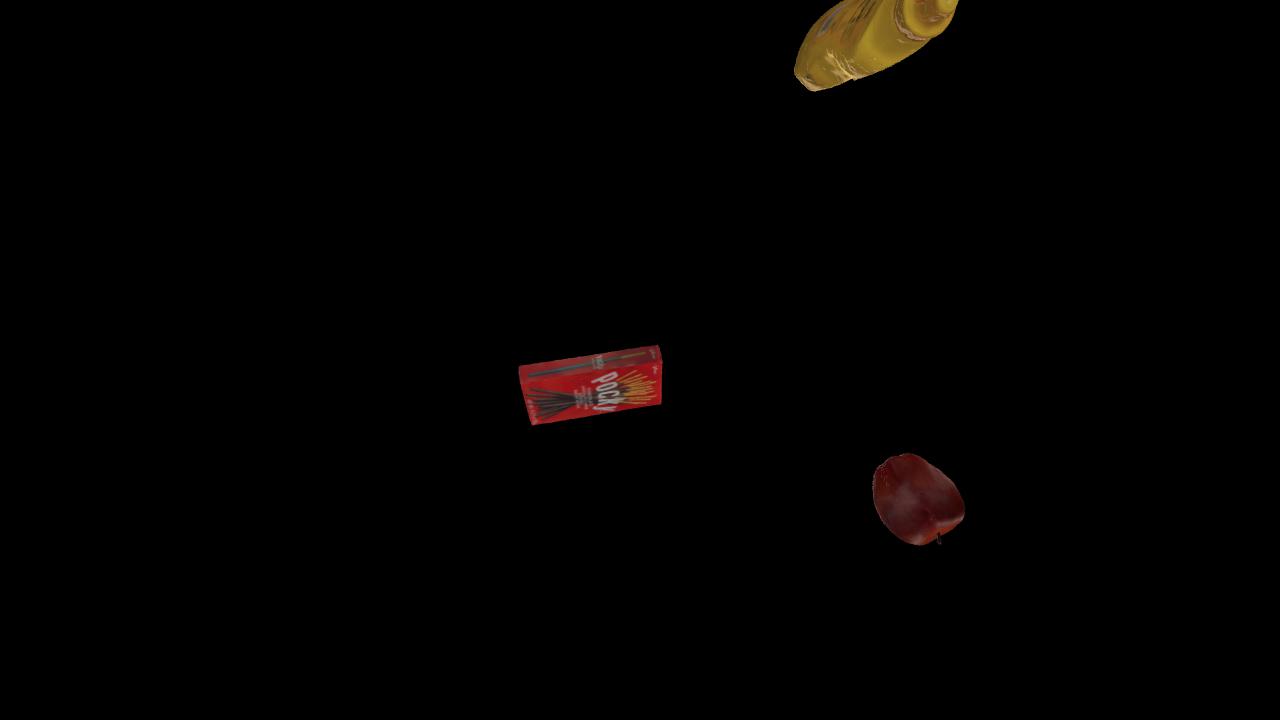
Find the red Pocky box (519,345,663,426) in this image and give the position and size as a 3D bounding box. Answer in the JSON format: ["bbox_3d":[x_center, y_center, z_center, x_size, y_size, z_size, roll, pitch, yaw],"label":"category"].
[{"bbox_3d":[-0.052,0.029,0.683,0.155,0.028,0.083,-9,-40,-6],"label":"red Pocky box"}]

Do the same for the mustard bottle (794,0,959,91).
[{"bbox_3d":[0.197,-0.275,0.506,0.054,0.092,0.184,42,6,-19],"label":"mustard bottle"}]

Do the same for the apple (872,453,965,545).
[{"bbox_3d":[0.280,0.143,0.626,0.079,0.093,0.079,-17,-33,-11],"label":"apple"}]
